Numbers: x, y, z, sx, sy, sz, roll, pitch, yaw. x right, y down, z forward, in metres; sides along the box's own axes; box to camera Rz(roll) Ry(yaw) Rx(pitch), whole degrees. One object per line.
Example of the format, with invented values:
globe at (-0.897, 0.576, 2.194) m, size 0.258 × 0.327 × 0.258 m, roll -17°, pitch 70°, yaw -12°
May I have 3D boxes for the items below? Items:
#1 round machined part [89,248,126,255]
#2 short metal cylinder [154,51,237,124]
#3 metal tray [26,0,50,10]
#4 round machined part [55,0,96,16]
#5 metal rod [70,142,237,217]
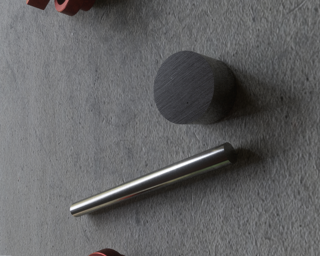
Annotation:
round machined part at (-0.067, 0.223, 0.447) m, size 0.098 × 0.042 × 0.097 m, roll 0°, pitch 90°, yaw 39°
short metal cylinder at (0.040, -0.044, 0.355) m, size 0.080 × 0.050 × 0.079 m, roll 0°, pitch 90°, yaw 39°
metal tray at (-0.196, -0.283, 0.530) m, size 0.090 × 0.030 × 0.129 m, roll -20°, pitch 65°, yaw 51°
round machined part at (-0.127, -0.224, 0.486) m, size 0.098 × 0.042 × 0.098 m, roll -14°, pitch 72°, yaw 50°
metal rod at (-0.031, 0.082, 0.427) m, size 0.299 × 0.025 × 0.025 m, roll -27°, pitch 73°, yaw 36°
